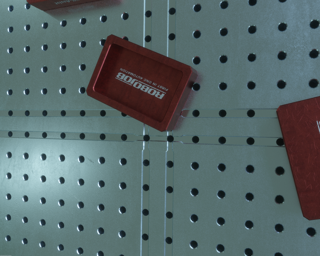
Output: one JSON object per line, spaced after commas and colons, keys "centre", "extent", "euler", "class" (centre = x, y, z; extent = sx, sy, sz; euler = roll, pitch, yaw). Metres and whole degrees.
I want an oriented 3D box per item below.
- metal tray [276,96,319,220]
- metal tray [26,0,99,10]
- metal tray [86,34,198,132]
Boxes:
{"centre": [0.190, 0.029, 0.343], "extent": [0.090, 0.030, 0.129], "euler": [-14, 85, 19], "class": "metal tray"}
{"centre": [-0.136, -0.232, 0.458], "extent": [0.130, 0.030, 0.090], "euler": [-2, 89, 20], "class": "metal tray"}
{"centre": [-0.027, -0.061, 0.419], "extent": [0.130, 0.030, 0.090], "euler": [26, 99, 18], "class": "metal tray"}
